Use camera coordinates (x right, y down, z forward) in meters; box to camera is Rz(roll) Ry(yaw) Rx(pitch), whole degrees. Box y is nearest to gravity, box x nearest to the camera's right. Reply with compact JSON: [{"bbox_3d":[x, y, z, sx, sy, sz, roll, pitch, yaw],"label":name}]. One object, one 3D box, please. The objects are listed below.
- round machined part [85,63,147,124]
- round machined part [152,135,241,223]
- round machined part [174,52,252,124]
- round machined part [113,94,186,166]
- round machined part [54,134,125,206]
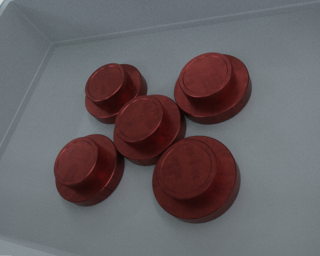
[{"bbox_3d":[-0.072,-0.058,0.465,0.098,0.042,0.098,-13,56,20],"label":"round machined part"},{"bbox_3d":[0.035,0.051,0.342,0.098,0.042,0.098,-13,56,20],"label":"round machined part"},{"bbox_3d":[0.063,-0.057,0.394,0.098,0.042,0.098,-13,56,20],"label":"round machined part"},{"bbox_3d":[-0.019,-0.003,0.403,0.098,0.042,0.098,-13,56,20],"label":"round machined part"},{"bbox_3d":[-0.100,0.051,0.413,0.098,0.042,0.098,-13,56,20],"label":"round machined part"}]
